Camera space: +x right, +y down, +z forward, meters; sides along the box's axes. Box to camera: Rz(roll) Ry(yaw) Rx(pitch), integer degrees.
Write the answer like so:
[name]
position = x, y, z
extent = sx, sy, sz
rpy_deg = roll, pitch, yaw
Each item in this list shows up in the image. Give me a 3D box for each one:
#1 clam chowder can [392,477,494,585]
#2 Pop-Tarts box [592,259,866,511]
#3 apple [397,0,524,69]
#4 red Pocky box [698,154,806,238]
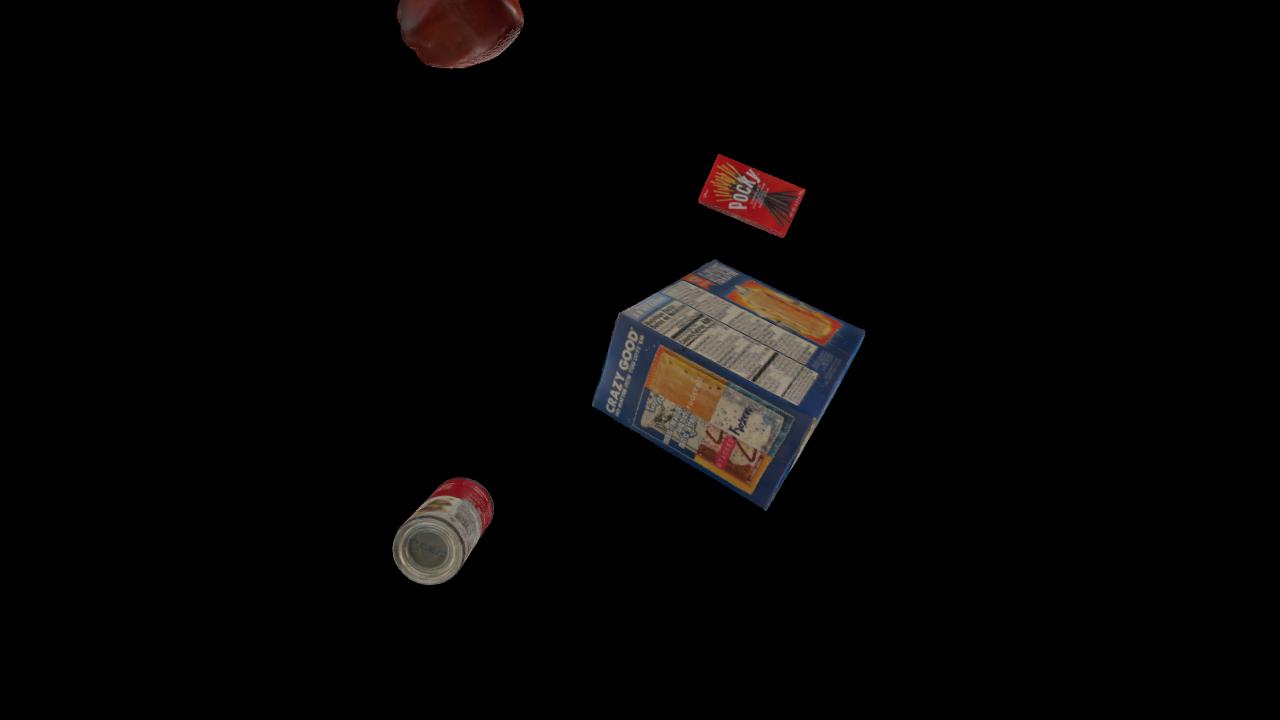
[clam chowder can]
position = -0.188, 0.164, 0.598
extent = 0.068, 0.068, 0.102
rpy_deg = 0, 9, 1
[Pop-Tarts box]
position = 0.072, 0.006, 0.457
extent = 0.141, 0.083, 0.167
rpy_deg = 29, 32, 16
[apple]
position = -0.133, -0.262, 0.462
extent = 0.093, 0.079, 0.079
rpy_deg = -27, -6, 12
[red Pocky box]
position = 0.179, -0.265, 0.995
extent = 0.155, 0.083, 0.028
rpy_deg = 24, 0, 5
